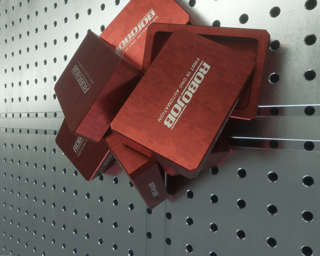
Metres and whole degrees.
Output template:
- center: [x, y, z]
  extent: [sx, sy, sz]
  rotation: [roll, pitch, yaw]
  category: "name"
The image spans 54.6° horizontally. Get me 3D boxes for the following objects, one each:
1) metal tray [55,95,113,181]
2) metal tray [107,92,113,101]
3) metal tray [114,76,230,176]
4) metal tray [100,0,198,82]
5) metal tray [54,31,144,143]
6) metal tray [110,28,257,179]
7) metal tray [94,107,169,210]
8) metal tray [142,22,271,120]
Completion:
- center: [-0.103, 0.010, 0.463]
  extent: [0.090, 0.030, 0.129]
  rotation: [47, 131, 12]
  category: "metal tray"
- center: [-0.072, -0.049, 0.466]
  extent: [0.090, 0.030, 0.129]
  rotation: [46, 117, 30]
  category: "metal tray"
- center: [0.011, -0.008, 0.360]
  extent: [0.130, 0.091, 0.030]
  rotation: [52, 121, 28]
  category: "metal tray"
- center: [-0.026, -0.114, 0.404]
  extent: [0.130, 0.030, 0.090]
  rotation: [-43, 65, 15]
  category: "metal tray"
- center: [-0.077, -0.053, 0.356]
  extent: [0.090, 0.030, 0.130]
  rotation: [-54, 37, 10]
  category: "metal tray"
- center: [0.025, -0.028, 0.304]
  extent: [0.090, 0.030, 0.130]
  rotation: [27, 72, 15]
  category: "metal tray"
- center: [-0.033, 0.040, 0.377]
  extent: [0.030, 0.130, 0.090]
  rotation: [-34, 62, -11]
  category: "metal tray"
- center: [0.046, -0.063, 0.340]
  extent: [0.130, 0.030, 0.089]
  rotation: [10, 97, 19]
  category: "metal tray"
